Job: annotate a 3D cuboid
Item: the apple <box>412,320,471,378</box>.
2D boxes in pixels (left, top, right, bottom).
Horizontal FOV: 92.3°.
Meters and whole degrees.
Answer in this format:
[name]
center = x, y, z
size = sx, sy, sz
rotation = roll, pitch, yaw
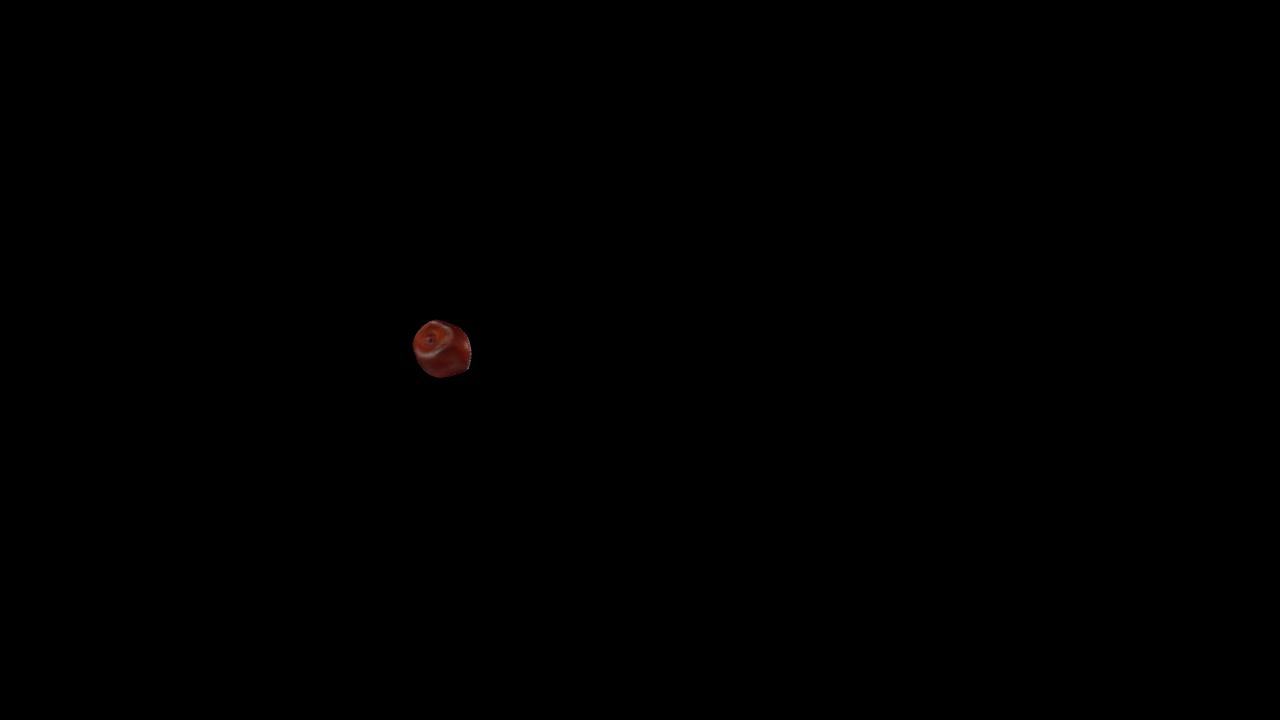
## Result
[apple]
center = -0.281, -0.013, 0.881
size = 0.079, 0.079, 0.093
rotation = 0, -22, 10
